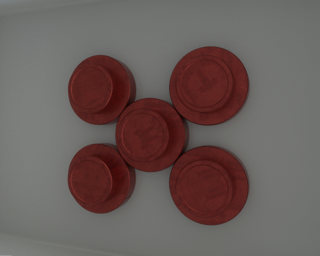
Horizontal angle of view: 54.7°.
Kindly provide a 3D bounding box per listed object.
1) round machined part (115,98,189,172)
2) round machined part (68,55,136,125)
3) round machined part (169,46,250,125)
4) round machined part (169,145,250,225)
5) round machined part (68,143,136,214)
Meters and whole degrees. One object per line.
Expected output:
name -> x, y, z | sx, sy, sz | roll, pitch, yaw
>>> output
round machined part -> -0.015, 0.009, 0.404 | 0.098, 0.042, 0.097 | 0, 90, 19
round machined part -> -0.087, -0.053, 0.429 | 0.098, 0.042, 0.097 | 0, 90, 19
round machined part -> 0.058, -0.052, 0.379 | 0.098, 0.042, 0.097 | 0, 90, 19
round machined part -> 0.058, 0.071, 0.379 | 0.098, 0.042, 0.097 | 0, 90, 19
round machined part -> -0.087, 0.071, 0.429 | 0.098, 0.042, 0.097 | 0, 90, 19
